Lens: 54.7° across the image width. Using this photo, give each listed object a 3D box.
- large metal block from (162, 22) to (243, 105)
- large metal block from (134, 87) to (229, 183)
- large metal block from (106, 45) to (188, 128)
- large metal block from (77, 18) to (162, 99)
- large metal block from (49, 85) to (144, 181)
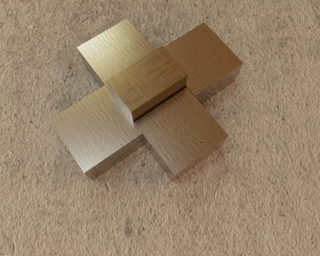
[{"bbox_3d":[0.052,-0.084,0.426,0.080,0.050,0.080,-35,74,-12],"label":"large metal block"},{"bbox_3d":[0.025,0.010,0.392,0.080,0.050,0.080,-35,74,-12],"label":"large metal block"},{"bbox_3d":[-0.015,-0.045,0.396,0.080,0.080,0.050,-35,74,-12],"label":"large metal block"},{"bbox_3d":[-0.053,-0.089,0.427,0.080,0.050,0.080,-35,74,-12],"label":"large metal block"},{"bbox_3d":[-0.077,0.007,0.392,0.080,0.050,0.080,-35,74,-12],"label":"large metal block"}]
